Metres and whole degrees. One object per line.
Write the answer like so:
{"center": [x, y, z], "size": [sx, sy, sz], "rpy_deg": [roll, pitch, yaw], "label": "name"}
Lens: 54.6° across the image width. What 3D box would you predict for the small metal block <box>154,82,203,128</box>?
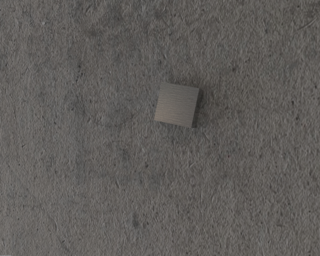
{"center": [0.025, -0.029, 0.401], "size": [0.050, 0.025, 0.050], "rpy_deg": [13, 94, 19], "label": "small metal block"}
